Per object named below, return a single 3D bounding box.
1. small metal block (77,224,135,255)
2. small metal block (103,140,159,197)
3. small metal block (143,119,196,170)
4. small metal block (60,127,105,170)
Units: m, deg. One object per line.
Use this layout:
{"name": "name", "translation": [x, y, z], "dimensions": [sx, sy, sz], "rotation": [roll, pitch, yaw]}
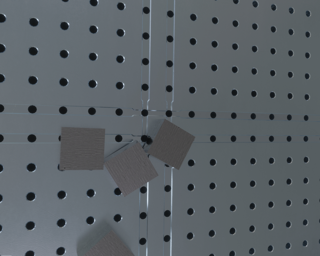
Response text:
{"name": "small metal block", "translation": [-0.067, 0.159, 0.388], "dimensions": [0.050, 0.025, 0.050], "rotation": [-40, 103, -16]}
{"name": "small metal block", "translation": [-0.038, 0.050, 0.395], "dimensions": [0.050, 0.025, 0.050], "rotation": [-31, 101, -10]}
{"name": "small metal block", "translation": [0.011, 0.022, 0.417], "dimensions": [0.050, 0.025, 0.050], "rotation": [31, 80, -18]}
{"name": "small metal block", "translation": [-0.095, 0.025, 0.377], "dimensions": [0.050, 0.025, 0.050], "rotation": [3, 89, -20]}
